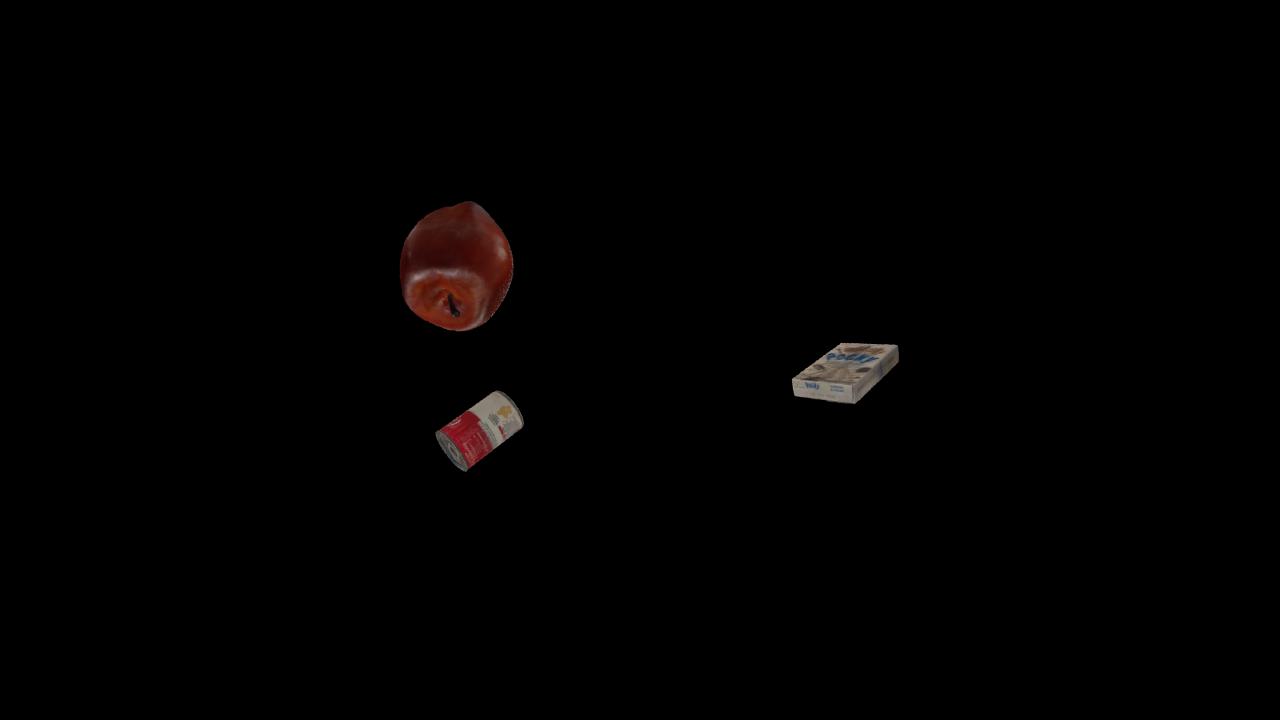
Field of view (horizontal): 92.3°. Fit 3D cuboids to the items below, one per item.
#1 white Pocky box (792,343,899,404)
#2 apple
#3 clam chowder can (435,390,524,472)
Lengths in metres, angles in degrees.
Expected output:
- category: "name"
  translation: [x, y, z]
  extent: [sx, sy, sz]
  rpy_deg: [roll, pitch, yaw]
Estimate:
- category: "white Pocky box"
  translation: [0.273, 0.014, 0.810]
  extent: [0.084, 0.028, 0.154]
  rpy_deg: [5, 23, 42]
- category: "apple"
  translation: [-0.125, -0.064, 0.427]
  extent: [0.079, 0.093, 0.079]
  rpy_deg: [-2, -40, -2]
- category: "clam chowder can"
  translation: [-0.220, 0.097, 0.853]
  extent: [0.102, 0.068, 0.068]
  rpy_deg: [-38, 21, -30]
